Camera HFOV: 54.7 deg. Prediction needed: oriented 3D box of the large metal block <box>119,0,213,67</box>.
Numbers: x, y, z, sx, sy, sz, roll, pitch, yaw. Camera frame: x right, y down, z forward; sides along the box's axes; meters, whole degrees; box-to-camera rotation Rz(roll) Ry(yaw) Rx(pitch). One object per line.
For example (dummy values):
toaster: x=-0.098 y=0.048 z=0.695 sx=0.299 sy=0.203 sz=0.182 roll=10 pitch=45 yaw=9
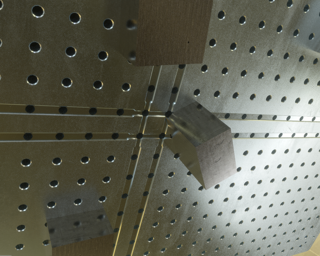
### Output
large metal block: x=0.005 y=-0.113 z=0.329 sx=0.081 sy=0.050 sz=0.079 roll=-8 pitch=122 yaw=-25

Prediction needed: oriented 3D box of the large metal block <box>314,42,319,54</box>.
large metal block: x=0.302 y=-0.138 z=0.478 sx=0.081 sy=0.050 sz=0.079 roll=11 pitch=113 yaw=-33

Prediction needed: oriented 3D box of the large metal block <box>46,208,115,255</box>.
large metal block: x=-0.114 y=0.168 z=0.438 sx=0.081 sy=0.050 sz=0.079 roll=-5 pitch=121 yaw=-27

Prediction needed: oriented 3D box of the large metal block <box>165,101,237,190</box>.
large metal block: x=0.056 y=0.022 z=0.422 sx=0.050 sy=0.080 sz=0.080 roll=-27 pitch=128 yaw=-12
